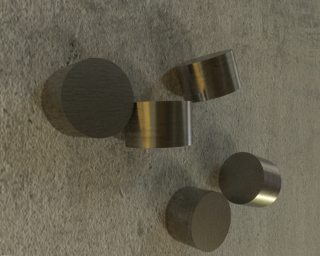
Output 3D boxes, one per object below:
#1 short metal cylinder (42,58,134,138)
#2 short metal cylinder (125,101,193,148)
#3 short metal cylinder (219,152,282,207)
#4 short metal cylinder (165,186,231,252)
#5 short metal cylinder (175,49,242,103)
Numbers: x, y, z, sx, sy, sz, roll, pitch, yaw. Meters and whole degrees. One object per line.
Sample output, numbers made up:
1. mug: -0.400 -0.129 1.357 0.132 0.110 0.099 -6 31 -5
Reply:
1. short metal cylinder: -0.075 -0.030 0.325 0.081 0.050 0.080 0 90 -40
2. short metal cylinder: -0.002 -0.005 0.367 0.081 0.080 0.050 -4 93 -40
3. short metal cylinder: 0.140 0.082 0.487 0.050 0.080 0.080 20 78 -38
4. short metal cylinder: 0.054 0.125 0.434 0.081 0.050 0.080 0 90 -40
5. short metal cylinder: 0.066 -0.072 0.424 0.081 0.080 0.050 -28 108 -36
